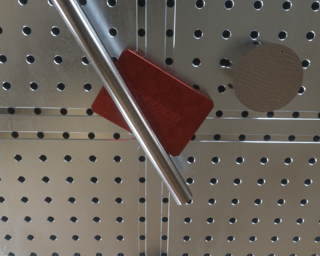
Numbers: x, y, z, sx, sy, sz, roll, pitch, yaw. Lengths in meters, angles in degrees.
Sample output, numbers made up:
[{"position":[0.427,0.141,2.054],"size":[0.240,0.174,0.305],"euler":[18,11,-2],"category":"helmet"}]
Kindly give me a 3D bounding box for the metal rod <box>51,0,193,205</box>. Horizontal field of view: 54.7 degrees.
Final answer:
[{"position":[-0.039,-0.028,0.369],"size":[0.025,0.025,0.299],"euler":[-27,108,9],"category":"metal rod"}]

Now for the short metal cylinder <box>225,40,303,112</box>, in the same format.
[{"position":[0.124,-0.065,0.378],"size":[0.081,0.050,0.079],"euler":[0,110,-1],"category":"short metal cylinder"}]

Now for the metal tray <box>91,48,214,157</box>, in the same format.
[{"position":[-0.009,-0.032,0.399],"size":[0.131,0.030,0.090],"euler":[30,107,-11],"category":"metal tray"}]
